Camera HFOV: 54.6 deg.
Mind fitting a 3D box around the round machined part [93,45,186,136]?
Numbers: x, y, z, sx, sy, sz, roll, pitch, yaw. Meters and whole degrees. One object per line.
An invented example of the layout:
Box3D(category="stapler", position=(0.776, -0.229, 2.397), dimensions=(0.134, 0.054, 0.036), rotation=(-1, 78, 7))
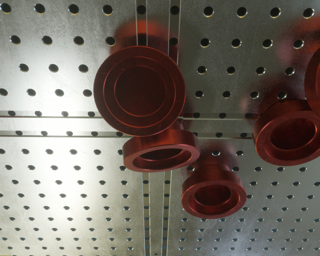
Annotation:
Box3D(category="round machined part", position=(-0.021, -0.043, 0.349), dimensions=(0.099, 0.042, 0.097), rotation=(0, 107, 1))

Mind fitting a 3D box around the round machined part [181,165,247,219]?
Box3D(category="round machined part", position=(0.081, 0.096, 0.482), dimensions=(0.099, 0.042, 0.097), rotation=(0, 130, 0))

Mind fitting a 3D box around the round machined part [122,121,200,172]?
Box3D(category="round machined part", position=(0.000, 0.022, 0.403), dimensions=(0.099, 0.042, 0.098), rotation=(-7, 154, -3))

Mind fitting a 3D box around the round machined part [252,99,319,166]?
Box3D(category="round machined part", position=(0.169, 0.002, 0.402), dimensions=(0.099, 0.042, 0.097), rotation=(0, 131, 0))

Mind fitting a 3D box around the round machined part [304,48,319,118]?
Box3D(category="round machined part", position=(0.202, -0.051, 0.339), dimensions=(0.099, 0.042, 0.097), rotation=(-1, 96, -9))
